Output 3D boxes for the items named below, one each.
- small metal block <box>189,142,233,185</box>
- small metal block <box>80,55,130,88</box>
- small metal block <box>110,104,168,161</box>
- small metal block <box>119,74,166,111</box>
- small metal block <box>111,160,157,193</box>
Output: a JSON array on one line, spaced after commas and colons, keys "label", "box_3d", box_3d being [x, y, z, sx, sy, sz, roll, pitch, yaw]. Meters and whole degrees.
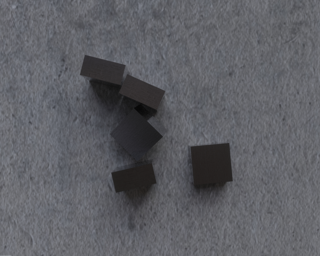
[{"label": "small metal block", "box_3d": [0.067, 0.046, 0.411, 0.050, 0.025, 0.050, -5, 90, -1]}, {"label": "small metal block", "box_3d": [-0.069, -0.070, 0.397, 0.050, 0.050, 0.025, 14, 90, -1]}, {"label": "small metal block", "box_3d": [-0.027, 0.006, 0.401, 0.050, 0.025, 0.050, 45, 113, -1]}, {"label": "small metal block", "box_3d": [-0.022, -0.043, 0.397, 0.050, 0.050, 0.025, 24, 90, -1]}, {"label": "small metal block", "box_3d": [-0.031, 0.060, 0.397, 0.050, 0.050, 0.025, -13, 90, 0]}]
